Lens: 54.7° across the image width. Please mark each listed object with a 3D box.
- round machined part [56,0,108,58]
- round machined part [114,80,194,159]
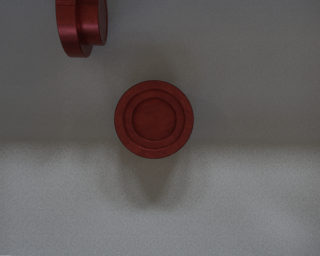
[{"bbox_3d":[-0.089,-0.135,0.374,0.042,0.098,0.097,1,90,0],"label":"round machined part"},{"bbox_3d":[-0.007,-0.010,0.403,0.099,0.042,0.097,0,90,0],"label":"round machined part"}]
